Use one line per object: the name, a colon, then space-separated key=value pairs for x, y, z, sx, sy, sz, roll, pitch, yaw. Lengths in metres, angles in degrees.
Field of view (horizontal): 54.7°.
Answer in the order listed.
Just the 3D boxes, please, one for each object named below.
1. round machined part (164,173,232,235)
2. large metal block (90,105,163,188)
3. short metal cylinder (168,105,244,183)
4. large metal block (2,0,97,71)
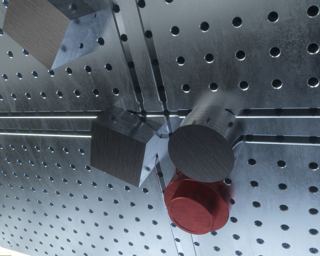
round machined part: x=0.050 y=0.113 z=0.444 sx=0.098 sy=0.042 sz=0.097 roll=13 pitch=124 yaw=21
large metal block: x=-0.049 y=0.025 z=0.436 sx=0.080 sy=0.050 sz=0.079 roll=22 pitch=127 yaw=15
short metal cylinder: x=0.057 y=0.019 z=0.377 sx=0.080 sy=0.050 sz=0.079 roll=13 pitch=124 yaw=21
large metal block: x=-0.139 y=-0.133 z=0.386 sx=0.080 sy=0.050 sz=0.080 roll=41 pitch=129 yaw=0
